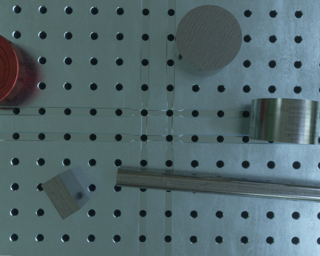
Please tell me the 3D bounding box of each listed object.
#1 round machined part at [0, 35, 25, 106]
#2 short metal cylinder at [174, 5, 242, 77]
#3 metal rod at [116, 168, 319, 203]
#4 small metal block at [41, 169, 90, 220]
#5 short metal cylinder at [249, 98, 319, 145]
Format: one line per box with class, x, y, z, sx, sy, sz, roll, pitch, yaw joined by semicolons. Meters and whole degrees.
round machined part;-0.224;-0.075;0.403;0.099;0.042;0.097;0;90;0
short metal cylinder;0.060;-0.110;0.401;0.081;0.050;0.080;0;90;0
metal rod;0.094;0.078;0.413;0.302;0.025;0.025;5;90;0
small metal block;-0.120;0.084;0.400;0.025;0.050;0.050;-32;90;0
short metal cylinder;0.154;-0.008;0.387;0.080;0.080;0.050;4;90;0
